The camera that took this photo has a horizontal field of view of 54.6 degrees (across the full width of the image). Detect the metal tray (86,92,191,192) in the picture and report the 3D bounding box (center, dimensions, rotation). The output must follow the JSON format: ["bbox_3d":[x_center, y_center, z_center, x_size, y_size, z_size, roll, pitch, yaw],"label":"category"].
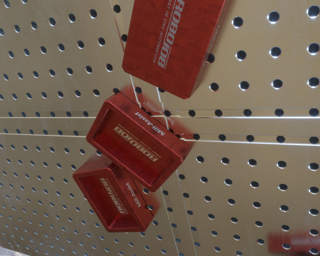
[{"bbox_3d":[-0.034,0.022,0.440,0.130,0.030,0.090,38,129,2],"label":"metal tray"}]

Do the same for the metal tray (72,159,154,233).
[{"bbox_3d":[-0.079,0.116,0.521,0.090,0.030,0.130,-14,111,34],"label":"metal tray"}]

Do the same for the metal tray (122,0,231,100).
[{"bbox_3d":[0.014,-0.106,0.336,0.090,0.030,0.129,27,128,11],"label":"metal tray"}]
